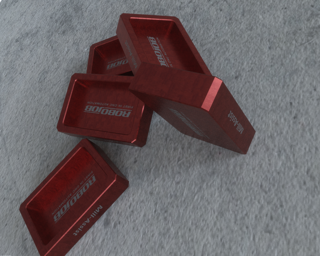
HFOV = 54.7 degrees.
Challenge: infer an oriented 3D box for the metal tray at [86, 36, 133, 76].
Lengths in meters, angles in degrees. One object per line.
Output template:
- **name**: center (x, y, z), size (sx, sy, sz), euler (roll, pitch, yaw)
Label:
- **metal tray**: center (-0.053, -0.112, 0.495), size (0.130, 0.030, 0.090), euler (-14, 56, 19)

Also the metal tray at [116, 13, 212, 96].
- **metal tray**: center (0.003, -0.098, 0.412), size (0.091, 0.030, 0.130), euler (-7, 57, -27)

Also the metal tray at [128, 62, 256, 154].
- **metal tray**: center (0.039, -0.017, 0.324), size (0.090, 0.130, 0.030), euler (19, 80, 35)

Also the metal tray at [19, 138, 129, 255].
- **metal tray**: center (-0.113, 0.088, 0.400), size (0.130, 0.030, 0.090), euler (-47, 52, -2)

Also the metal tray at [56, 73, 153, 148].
- **metal tray**: center (-0.075, -0.027, 0.434), size (0.130, 0.030, 0.090), euler (7, 78, 24)
